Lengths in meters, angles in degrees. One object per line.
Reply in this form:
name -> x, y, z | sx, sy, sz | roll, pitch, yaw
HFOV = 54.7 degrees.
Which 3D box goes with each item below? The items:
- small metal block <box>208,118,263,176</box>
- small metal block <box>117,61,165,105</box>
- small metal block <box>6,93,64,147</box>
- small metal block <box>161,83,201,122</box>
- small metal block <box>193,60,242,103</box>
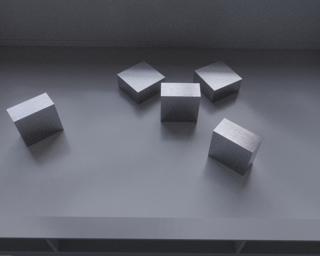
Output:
small metal block -> 0.089, 0.023, 0.370 | 0.050, 0.050, 0.025 | 31, 57, 23
small metal block -> -0.028, -0.068, 0.462 | 0.050, 0.025, 0.050 | -33, 58, -25
small metal block -> -0.157, -0.010, 0.395 | 0.050, 0.050, 0.025 | -29, 56, -23
small metal block -> 0.026, -0.034, 0.418 | 0.050, 0.050, 0.025 | 1, 50, 0
small metal block -> 0.086, -0.071, 0.466 | 0.050, 0.025, 0.050 | -24, 54, -19
